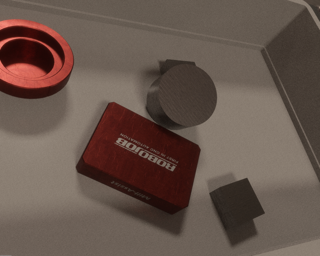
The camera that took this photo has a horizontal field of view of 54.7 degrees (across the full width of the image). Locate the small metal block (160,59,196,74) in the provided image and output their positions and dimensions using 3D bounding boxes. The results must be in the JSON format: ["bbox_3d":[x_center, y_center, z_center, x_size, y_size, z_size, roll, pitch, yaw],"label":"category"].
[{"bbox_3d":[0.033,-0.075,0.471,0.050,0.025,0.050,-1,63,-29],"label":"small metal block"}]

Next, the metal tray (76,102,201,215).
[{"bbox_3d":[-0.021,0.036,0.371,0.131,0.030,0.090,27,52,-12],"label":"metal tray"}]

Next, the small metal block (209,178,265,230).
[{"bbox_3d":[0.100,0.098,0.402,0.050,0.025,0.050,-10,67,-33],"label":"small metal block"}]

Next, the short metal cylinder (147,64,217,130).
[{"bbox_3d":[0.028,-0.039,0.412,0.081,0.050,0.080,2,83,-19],"label":"short metal cylinder"}]

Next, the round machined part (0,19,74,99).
[{"bbox_3d":[-0.154,-0.074,0.358,0.099,0.042,0.098,14,56,-21],"label":"round machined part"}]
